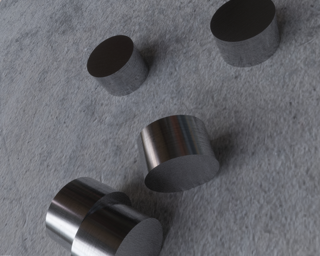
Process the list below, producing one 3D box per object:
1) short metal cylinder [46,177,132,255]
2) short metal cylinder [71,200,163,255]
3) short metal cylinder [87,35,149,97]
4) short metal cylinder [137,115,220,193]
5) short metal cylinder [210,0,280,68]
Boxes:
[{"bbox_3d":[-0.077,0.101,0.346,0.050,0.080,0.080,16,70,34],"label":"short metal cylinder"},{"bbox_3d":[-0.041,0.120,0.315,0.050,0.080,0.080,16,70,34],"label":"short metal cylinder"},{"bbox_3d":[-0.064,-0.096,0.479,0.080,0.050,0.080,-13,56,20],"label":"short metal cylinder"},{"bbox_3d":[0.019,0.030,0.339,0.080,0.080,0.050,-24,53,13],"label":"short metal cylinder"},{"bbox_3d":[0.112,-0.127,0.406,0.080,0.050,0.080,-13,56,20],"label":"short metal cylinder"}]
